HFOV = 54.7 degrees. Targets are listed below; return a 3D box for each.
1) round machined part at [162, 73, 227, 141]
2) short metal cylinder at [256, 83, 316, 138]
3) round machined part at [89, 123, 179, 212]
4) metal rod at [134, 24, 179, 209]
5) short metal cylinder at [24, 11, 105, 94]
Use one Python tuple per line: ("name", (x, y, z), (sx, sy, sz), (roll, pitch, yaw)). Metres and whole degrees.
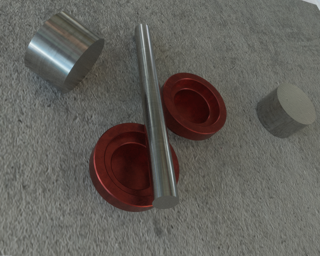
("round machined part", (0.040, -0.025, 0.432), (0.099, 0.042, 0.098), (14, 56, -21))
("short metal cylinder", (0.212, -0.029, 0.523), (0.081, 0.050, 0.080), (14, 56, -21))
("round machined part", (-0.031, 0.046, 0.349), (0.099, 0.042, 0.098), (14, 56, -21))
("metal rod", (-0.011, -0.042, 0.383), (0.025, 0.025, 0.300), (13, 44, -22))
("short metal cylinder", (-0.110, -0.087, 0.363), (0.050, 0.080, 0.080), (37, 51, -5))
